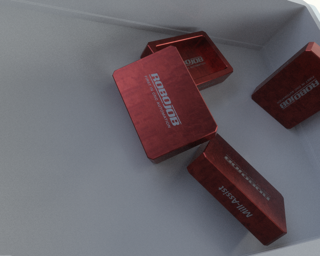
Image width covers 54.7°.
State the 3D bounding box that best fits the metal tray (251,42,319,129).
[{"bbox_3d":[0.226,-0.064,0.502,0.090,0.129,0.030,40,51,-1],"label":"metal tray"}]

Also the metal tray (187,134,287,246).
[{"bbox_3d":[0.099,0.071,0.391,0.130,0.030,0.090,44,25,2],"label":"metal tray"}]

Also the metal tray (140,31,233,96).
[{"bbox_3d":[0.046,-0.102,0.491,0.131,0.030,0.090,-24,75,-37],"label":"metal tray"}]

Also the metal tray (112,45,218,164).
[{"bbox_3d":[0.005,-0.031,0.395,0.090,0.030,0.130,-25,72,0],"label":"metal tray"}]
